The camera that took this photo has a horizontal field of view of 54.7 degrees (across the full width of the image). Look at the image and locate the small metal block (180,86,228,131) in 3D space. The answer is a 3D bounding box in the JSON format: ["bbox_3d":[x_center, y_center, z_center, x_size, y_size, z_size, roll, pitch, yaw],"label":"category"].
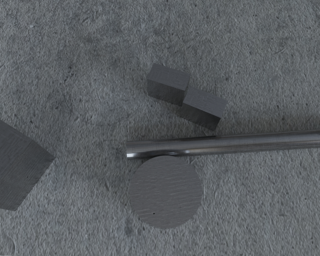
[{"bbox_3d":[0.056,-0.024,0.404,0.050,0.050,0.025,23,72,8],"label":"small metal block"}]

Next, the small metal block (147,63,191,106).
[{"bbox_3d":[0.011,-0.057,0.416,0.050,0.050,0.025,18,71,6],"label":"small metal block"}]

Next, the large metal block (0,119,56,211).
[{"bbox_3d":[-0.179,0.045,0.360,0.050,0.080,0.080,30,73,10],"label":"large metal block"}]

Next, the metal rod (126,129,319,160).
[{"bbox_3d":[0.109,0.020,0.402,0.302,0.025,0.025,-4,70,-2],"label":"metal rod"}]

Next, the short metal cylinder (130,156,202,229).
[{"bbox_3d":[0.007,0.078,0.367,0.081,0.050,0.080,0,70,0],"label":"short metal cylinder"}]
